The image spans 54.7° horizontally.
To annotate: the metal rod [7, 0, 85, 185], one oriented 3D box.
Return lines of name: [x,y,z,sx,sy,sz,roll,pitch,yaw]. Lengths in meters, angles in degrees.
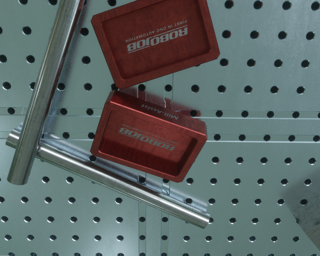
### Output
metal rod: [-0.131,-0.067,0.371,0.025,0.025,0.298,20,103,-8]

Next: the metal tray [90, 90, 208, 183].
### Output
metal tray: [-0.016,0.014,0.403,0.131,0.030,0.089,19,124,-8]

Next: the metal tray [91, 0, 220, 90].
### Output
metal tray: [-0.004,-0.109,0.370,0.131,0.030,0.090,-17,110,5]

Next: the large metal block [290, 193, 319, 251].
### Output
large metal block: [0.258,0.142,0.456,0.080,0.050,0.080,-38,106,12]

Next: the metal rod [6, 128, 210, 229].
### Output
metal rod: [-0.066,0.076,0.440,0.301,0.025,0.025,26,108,-10]
